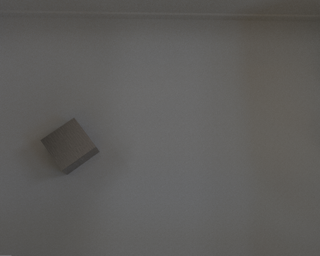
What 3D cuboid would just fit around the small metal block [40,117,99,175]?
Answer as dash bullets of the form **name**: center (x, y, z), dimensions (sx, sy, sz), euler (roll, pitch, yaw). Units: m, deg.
- **small metal block**: center (-0.115, 0.023, 0.401), dimensions (0.050, 0.025, 0.050), euler (-37, 74, -12)
